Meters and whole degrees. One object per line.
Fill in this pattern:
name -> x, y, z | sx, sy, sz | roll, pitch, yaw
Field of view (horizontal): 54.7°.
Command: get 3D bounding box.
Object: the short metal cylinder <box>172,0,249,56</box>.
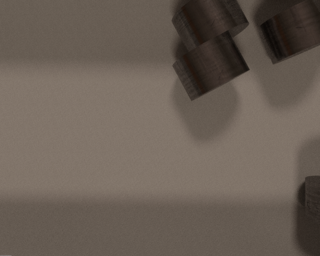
short metal cylinder -> 0.062, -0.130, 0.385 | 0.080, 0.080, 0.050 | -28, 90, 0

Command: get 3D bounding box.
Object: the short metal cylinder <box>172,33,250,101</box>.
short metal cylinder -> 0.063, -0.074, 0.385 | 0.080, 0.080, 0.050 | -28, 91, 0

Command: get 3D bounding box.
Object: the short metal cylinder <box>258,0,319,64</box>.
short metal cylinder -> 0.171, -0.119, 0.386 | 0.080, 0.080, 0.050 | -23, 90, 0

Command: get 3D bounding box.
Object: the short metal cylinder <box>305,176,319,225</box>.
short metal cylinder -> 0.225, 0.091, 0.387 | 0.081, 0.080, 0.050 | 1, 90, -1
